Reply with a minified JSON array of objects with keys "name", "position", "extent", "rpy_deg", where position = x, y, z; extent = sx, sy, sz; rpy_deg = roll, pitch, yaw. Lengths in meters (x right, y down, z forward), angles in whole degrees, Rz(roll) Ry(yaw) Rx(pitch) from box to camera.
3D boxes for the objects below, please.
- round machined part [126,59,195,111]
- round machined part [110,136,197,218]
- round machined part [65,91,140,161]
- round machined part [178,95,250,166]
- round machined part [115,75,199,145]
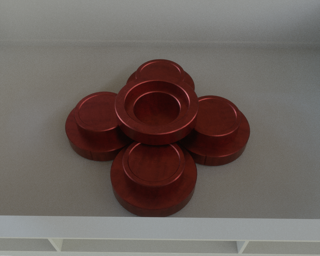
[{"name":"round machined part","position":[0.000,-0.061,0.441],"extent":[0.099,0.042,0.098],"rpy_deg":[0,50,0]},{"name":"round machined part","position":[-0.007,0.048,0.351],"extent":[0.099,0.042,0.098],"rpy_deg":[1,48,-1]},{"name":"round machined part","position":[-0.072,-0.009,0.398],"extent":[0.099,0.042,0.098],"rpy_deg":[0,50,0]},{"name":"round machined part","position":[0.065,-0.004,0.394],"extent":[0.099,0.042,0.098],"rpy_deg":[0,50,0]},{"name":"round machined part","position":[-0.003,-0.017,0.379],"extent":[0.099,0.042,0.098],"rpy_deg":[0,50,0]}]
